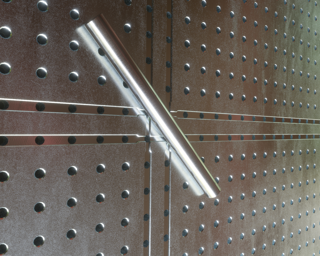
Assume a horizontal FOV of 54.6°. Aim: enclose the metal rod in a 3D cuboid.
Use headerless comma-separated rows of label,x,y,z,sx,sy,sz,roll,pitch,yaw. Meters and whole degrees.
metal rod,0.004,-0.012,0.411,0.025,0.025,0.300,-50,120,-28
